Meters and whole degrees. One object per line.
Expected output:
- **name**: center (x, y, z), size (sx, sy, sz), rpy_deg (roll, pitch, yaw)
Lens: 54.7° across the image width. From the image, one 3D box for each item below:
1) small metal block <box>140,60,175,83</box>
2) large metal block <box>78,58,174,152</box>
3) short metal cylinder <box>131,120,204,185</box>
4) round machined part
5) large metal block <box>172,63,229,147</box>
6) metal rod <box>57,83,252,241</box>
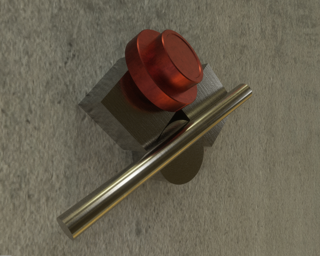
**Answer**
- **small metal block**: center (0.002, -0.069, 0.408), size (0.050, 0.025, 0.050), rpy_deg (50, 60, -29)
- **large metal block**: center (-0.032, -0.029, 0.363), size (0.080, 0.050, 0.080), rpy_deg (50, 60, -29)
- **short metal cylinder**: center (0.011, 0.030, 0.400), size (0.081, 0.050, 0.079), rpy_deg (0, 90, -40)
- **round machined part**: center (0.012, -0.070, 0.349), size (0.098, 0.042, 0.098), rpy_deg (32, 42, -34)
- **large metal block**: center (0.051, -0.031, 0.435), size (0.080, 0.050, 0.080), rpy_deg (49, 61, -29)
- **metal rod**: center (0.019, 0.018, 0.358), size (0.302, 0.025, 0.025), rpy_deg (-35, 112, -35)
